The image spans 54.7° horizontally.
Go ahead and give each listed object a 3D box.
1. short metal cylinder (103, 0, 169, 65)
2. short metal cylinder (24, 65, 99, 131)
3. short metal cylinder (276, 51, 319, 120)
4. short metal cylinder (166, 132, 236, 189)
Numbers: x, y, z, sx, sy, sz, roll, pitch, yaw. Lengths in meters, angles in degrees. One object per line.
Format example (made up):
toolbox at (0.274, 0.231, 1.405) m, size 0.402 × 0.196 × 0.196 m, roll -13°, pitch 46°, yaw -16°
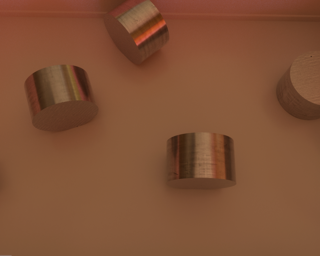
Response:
short metal cylinder at (-0.033, -0.136, 0.430) m, size 0.050 × 0.080 × 0.080 m, roll -40°, pitch 75°, yaw -13°
short metal cylinder at (-0.124, -0.036, 0.392) m, size 0.081 × 0.080 × 0.050 m, roll -18°, pitch 71°, yaw -7°
short metal cylinder at (0.207, -0.056, 0.420) m, size 0.081 × 0.050 × 0.080 m, roll 0°, pitch 70°, yaw 0°
short metal cylinder at (0.048, 0.042, 0.366) m, size 0.081 × 0.080 × 0.050 m, roll 1°, pitch 70°, yaw 0°
